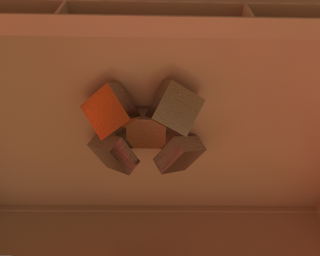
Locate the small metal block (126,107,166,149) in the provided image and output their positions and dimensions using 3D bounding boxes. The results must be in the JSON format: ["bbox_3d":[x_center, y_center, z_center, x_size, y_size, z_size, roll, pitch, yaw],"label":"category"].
[{"bbox_3d":[-0.018,0.000,0.406,0.050,0.025,0.050,1,130,-1],"label":"small metal block"}]

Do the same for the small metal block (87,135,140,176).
[{"bbox_3d":[-0.063,0.034,0.419,0.050,0.025,0.050,10,144,43],"label":"small metal block"}]

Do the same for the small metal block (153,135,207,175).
[{"bbox_3d":[0.027,0.036,0.423,0.050,0.025,0.050,-1,141,-47],"label":"small metal block"}]

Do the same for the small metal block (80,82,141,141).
[{"bbox_3d":[-0.060,-0.020,0.372,0.050,0.025,0.050,-35,85,26],"label":"small metal block"}]

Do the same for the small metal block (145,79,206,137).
[{"bbox_3d":[0.018,-0.024,0.370,0.050,0.025,0.050,28,87,-22],"label":"small metal block"}]
